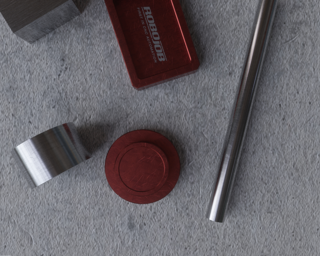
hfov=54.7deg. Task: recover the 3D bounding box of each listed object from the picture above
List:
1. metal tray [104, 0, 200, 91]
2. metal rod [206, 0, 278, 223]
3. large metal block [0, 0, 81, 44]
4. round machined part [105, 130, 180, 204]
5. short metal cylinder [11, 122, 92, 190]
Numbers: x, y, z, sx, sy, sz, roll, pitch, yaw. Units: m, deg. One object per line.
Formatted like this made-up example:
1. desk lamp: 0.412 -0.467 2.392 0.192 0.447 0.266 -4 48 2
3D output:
1. metal tray: -0.011 -0.124 0.407 0.090 0.030 0.129 -18 90 -1
2. metal rod: 0.109 -0.024 0.411 0.025 0.025 0.298 14 90 -1
3. large metal block: -0.162 -0.168 0.395 0.080 0.050 0.080 -31 90 0
4. round machined part: -0.023 0.051 0.401 0.099 0.042 0.097 0 90 -1
5. short metal cylinder: -0.131 0.033 0.381 0.080 0.080 0.050 -29 90 0
